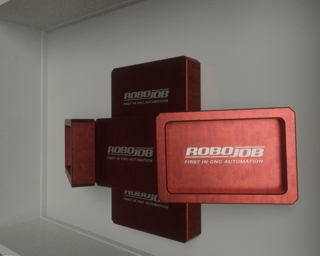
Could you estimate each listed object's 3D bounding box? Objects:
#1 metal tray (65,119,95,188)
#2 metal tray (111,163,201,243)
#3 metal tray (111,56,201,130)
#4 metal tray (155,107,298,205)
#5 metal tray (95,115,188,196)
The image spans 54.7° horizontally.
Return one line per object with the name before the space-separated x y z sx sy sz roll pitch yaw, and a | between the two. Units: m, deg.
metal tray | -0.122 0.031 0.463 0.130 0.030 0.089 -176 86 -69
metal tray | -0.009 0.089 0.408 0.130 0.030 0.089 0 90 39
metal tray | -0.010 -0.039 0.408 0.130 0.030 0.089 0 90 39
metal tray | 0.063 0.027 0.308 0.131 0.030 0.089 -2 89 10
metal tray | -0.028 0.031 0.386 0.130 0.030 0.089 -1 89 39
